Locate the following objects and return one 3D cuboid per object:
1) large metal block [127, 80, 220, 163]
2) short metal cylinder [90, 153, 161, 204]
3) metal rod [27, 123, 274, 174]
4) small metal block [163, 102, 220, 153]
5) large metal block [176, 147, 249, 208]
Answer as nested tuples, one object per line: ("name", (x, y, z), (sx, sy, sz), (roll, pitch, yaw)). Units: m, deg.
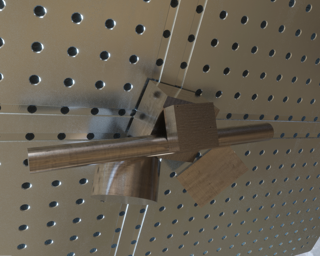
("large metal block", (0.016, -0.007, 0.395), (0.081, 0.050, 0.079), (11, 113, -33))
("short metal cylinder", (-0.041, 0.064, 0.380), (0.080, 0.080, 0.050), (21, 64, -36))
("metal rod", (0.011, 0.018, 0.359), (0.303, 0.025, 0.025), (-6, 121, -26))
("small metal block", (0.035, -0.001, 0.345), (0.050, 0.025, 0.050), (-6, 86, -25))
("large metal block", (0.070, 0.064, 0.440), (0.080, 0.050, 0.080), (-38, 173, -2))
